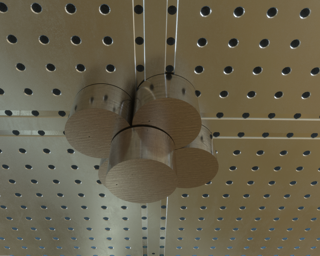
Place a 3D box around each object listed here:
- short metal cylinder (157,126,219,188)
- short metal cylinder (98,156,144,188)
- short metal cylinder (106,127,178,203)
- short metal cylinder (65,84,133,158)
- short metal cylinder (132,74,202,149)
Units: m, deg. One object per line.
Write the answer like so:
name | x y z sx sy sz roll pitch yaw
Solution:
short metal cylinder | 0.037 0.038 0.428 0.081 0.050 0.079 0 130 0
short metal cylinder | -0.043 0.049 0.435 0.081 0.050 0.079 0 130 0
short metal cylinder | -0.021 0.045 0.365 0.081 0.050 0.079 -1 132 -1
short metal cylinder | -0.072 -0.008 0.387 0.081 0.050 0.079 0 130 0
short metal cylinder | 0.008 -0.018 0.379 0.081 0.050 0.079 0 130 0
